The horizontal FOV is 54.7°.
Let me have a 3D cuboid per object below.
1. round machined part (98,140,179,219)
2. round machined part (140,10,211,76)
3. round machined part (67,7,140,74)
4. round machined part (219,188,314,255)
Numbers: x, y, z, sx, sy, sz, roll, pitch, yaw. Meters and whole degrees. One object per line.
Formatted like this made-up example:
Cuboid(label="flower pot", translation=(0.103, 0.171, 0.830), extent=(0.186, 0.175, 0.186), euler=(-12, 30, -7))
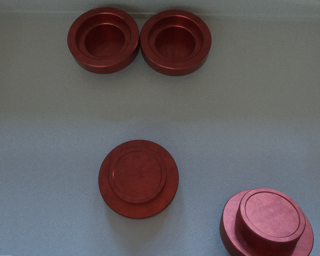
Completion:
Cuboid(label="round machined part", translation=(-0.026, 0.060, 0.378), extent=(0.099, 0.042, 0.098), euler=(0, 70, -1))
Cuboid(label="round machined part", translation=(0.021, -0.116, 0.443), extent=(0.099, 0.042, 0.098), euler=(0, 70, -1))
Cuboid(label="round machined part", translation=(-0.077, -0.119, 0.442), extent=(0.099, 0.042, 0.098), euler=(0, 70, 1))
Cuboid(label="round machined part", translation=(0.118, 0.106, 0.341), extent=(0.099, 0.042, 0.098), euler=(2, 40, -1))
